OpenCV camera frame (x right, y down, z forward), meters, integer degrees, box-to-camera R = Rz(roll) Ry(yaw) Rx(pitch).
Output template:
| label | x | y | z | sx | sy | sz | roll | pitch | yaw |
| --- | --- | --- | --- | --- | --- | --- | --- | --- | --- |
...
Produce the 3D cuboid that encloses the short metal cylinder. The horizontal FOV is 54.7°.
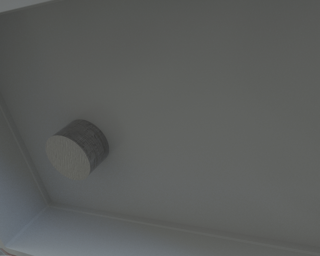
| label | x | y | z | sx | sy | sz | roll | pitch | yaw |
| --- | --- | --- | --- | --- | --- | --- | --- | --- | --- |
| short metal cylinder | -0.127 | 0.033 | 0.478 | 0.080 | 0.050 | 0.079 | 13 | 124 | 20 |
